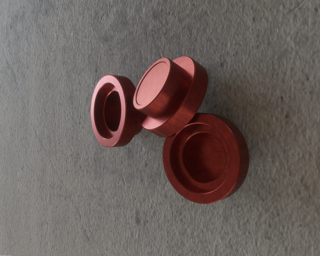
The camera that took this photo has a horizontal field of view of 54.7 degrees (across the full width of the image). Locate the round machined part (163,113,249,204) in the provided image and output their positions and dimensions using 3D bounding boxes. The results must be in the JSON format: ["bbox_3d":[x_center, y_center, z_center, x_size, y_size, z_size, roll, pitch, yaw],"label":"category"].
[{"bbox_3d":[0.054,0.032,0.348,0.098,0.042,0.097,0,90,39],"label":"round machined part"}]

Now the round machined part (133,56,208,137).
[{"bbox_3d":[0.006,-0.042,0.359,0.098,0.042,0.098,-39,35,35],"label":"round machined part"}]

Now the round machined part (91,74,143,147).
[{"bbox_3d":[-0.055,-0.023,0.428,0.098,0.042,0.097,0,90,52],"label":"round machined part"}]
